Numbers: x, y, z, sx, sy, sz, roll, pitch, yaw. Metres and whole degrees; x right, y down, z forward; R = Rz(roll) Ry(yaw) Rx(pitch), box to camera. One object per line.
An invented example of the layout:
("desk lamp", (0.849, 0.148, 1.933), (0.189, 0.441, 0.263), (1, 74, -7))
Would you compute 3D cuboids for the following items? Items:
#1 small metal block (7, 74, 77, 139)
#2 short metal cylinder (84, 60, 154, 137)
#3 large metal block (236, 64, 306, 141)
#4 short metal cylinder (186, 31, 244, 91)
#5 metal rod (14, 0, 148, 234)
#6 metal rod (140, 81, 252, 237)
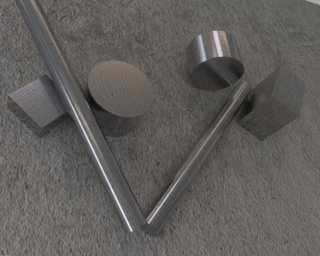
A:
("small metal block", (-0.132, -0.025, 0.348), (0.050, 0.025, 0.050), (44, 51, 2))
("short metal cylinder", (-0.054, -0.035, 0.380), (0.081, 0.050, 0.080), (14, 56, -21))
("large metal block", (0.174, -0.039, 0.486), (0.050, 0.080, 0.080), (35, 51, -5))
("short metal cylinder", (0.083, -0.101, 0.475), (0.081, 0.080, 0.050), (8, 58, -24))
("metal rod", (-0.093, -0.029, 0.339), (0.025, 0.025, 0.299), (-21, 78, -36))
("metal rod", (0.064, 0.020, 0.425), (0.025, 0.025, 0.301), (42, 51, 0))
